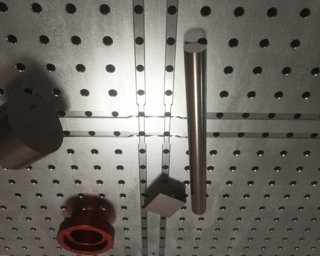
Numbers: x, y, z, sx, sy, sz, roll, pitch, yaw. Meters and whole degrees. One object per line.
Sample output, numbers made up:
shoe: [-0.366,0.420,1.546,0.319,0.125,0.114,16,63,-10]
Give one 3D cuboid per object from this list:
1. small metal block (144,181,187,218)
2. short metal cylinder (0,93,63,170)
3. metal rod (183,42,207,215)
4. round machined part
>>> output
small metal block: [0.008,0.119,0.514,0.050,0.025,0.050,25,126,-21]
short metal cylinder: [-0.166,0.004,0.377,0.050,0.080,0.080,-27,125,21]
metal rod: [0.052,0.025,0.433,0.025,0.025,0.298,-5,130,3]
round machined part: [-0.130,0.184,0.555,0.099,0.042,0.097,-1,130,0]
